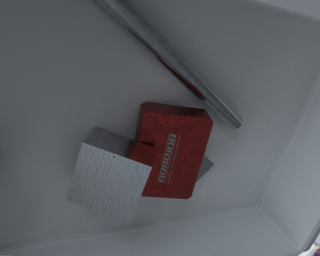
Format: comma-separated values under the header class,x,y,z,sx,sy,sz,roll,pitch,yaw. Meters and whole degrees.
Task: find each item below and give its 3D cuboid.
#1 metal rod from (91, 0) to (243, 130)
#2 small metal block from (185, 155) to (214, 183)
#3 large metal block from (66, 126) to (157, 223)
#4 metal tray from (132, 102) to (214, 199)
class,x,y,z,sx,sy,sz,roll,pitch,yaw
metal rod,0.019,-0.077,0.373,0.025,0.025,0.301,-49,129,6
small metal block,0.046,0.055,0.470,0.050,0.025,0.050,-46,130,3
large metal block,-0.057,0.055,0.374,0.080,0.050,0.079,20,111,-2
metal tray,0.010,0.034,0.416,0.091,0.030,0.129,6,117,-12
